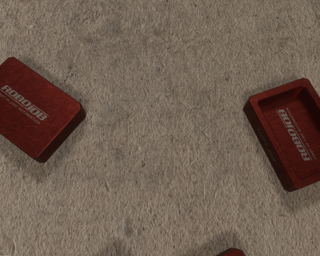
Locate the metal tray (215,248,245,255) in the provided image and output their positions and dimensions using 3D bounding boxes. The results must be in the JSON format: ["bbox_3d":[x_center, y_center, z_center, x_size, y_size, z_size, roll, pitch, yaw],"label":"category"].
[{"bbox_3d":[0.076,0.209,0.330,0.091,0.030,0.130,-24,72,-9],"label":"metal tray"}]

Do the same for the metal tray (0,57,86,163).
[{"bbox_3d":[-0.178,-0.026,0.413,0.130,0.030,0.090,34,73,11],"label":"metal tray"}]

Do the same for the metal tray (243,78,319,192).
[{"bbox_3d":[0.179,0.007,0.405,0.091,0.030,0.130,-20,71,-8],"label":"metal tray"}]
